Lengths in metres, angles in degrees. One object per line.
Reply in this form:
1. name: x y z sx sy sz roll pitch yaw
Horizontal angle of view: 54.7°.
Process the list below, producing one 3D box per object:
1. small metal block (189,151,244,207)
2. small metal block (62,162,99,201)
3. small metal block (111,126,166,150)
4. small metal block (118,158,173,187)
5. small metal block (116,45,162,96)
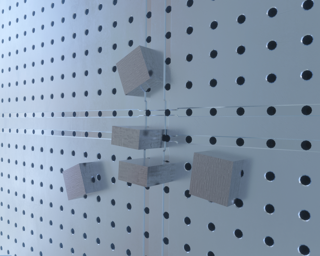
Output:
1. small metal block: 0.064 0.056 0.355 0.050 0.025 0.050 11 97 39
2. small metal block: -0.133 0.089 0.517 0.050 0.025 0.050 -26 74 36
3. small metal block: -0.029 0.012 0.415 0.050 0.050 0.025 7 95 39
4. small metal block: -0.019 0.057 0.406 0.050 0.050 0.025 6 94 39
5. small metal block: -0.030 -0.078 0.432 0.050 0.025 0.050 -28 73 36
